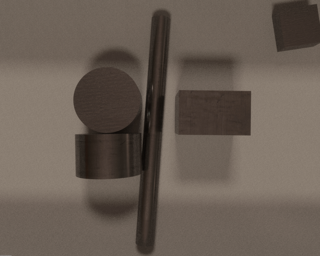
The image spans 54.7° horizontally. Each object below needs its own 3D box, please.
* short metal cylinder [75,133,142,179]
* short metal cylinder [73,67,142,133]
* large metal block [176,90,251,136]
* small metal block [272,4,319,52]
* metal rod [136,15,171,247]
[{"bbox_3d":[-0.063,0.032,0.383,0.081,0.080,0.050,-1,90,-1],"label":"short metal cylinder"},{"bbox_3d":[-0.064,-0.034,0.398,0.081,0.050,0.079,0,90,-1],"label":"short metal cylinder"},{"bbox_3d":[0.061,-0.017,0.385,0.081,0.080,0.050,1,90,-1],"label":"large metal block"},{"bbox_3d":[0.183,-0.133,0.414,0.050,0.025,0.050,-9,90,-1],"label":"small metal block"},{"bbox_3d":[-0.009,0.004,0.411,0.025,0.025,0.298,4,90,-1],"label":"metal rod"}]
